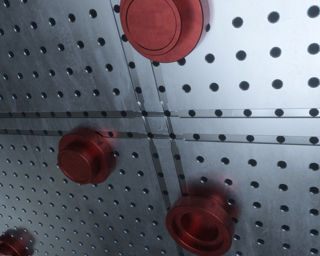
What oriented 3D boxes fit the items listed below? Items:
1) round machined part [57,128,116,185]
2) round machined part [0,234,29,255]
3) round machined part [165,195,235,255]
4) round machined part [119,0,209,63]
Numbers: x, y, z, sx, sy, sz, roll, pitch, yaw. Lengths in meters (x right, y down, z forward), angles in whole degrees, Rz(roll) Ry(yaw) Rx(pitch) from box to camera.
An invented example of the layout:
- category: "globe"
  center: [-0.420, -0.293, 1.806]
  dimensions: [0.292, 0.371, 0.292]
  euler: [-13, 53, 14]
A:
- category: "round machined part"
  center: [-0.125, 0.052, 0.499]
  dimensions: [0.098, 0.042, 0.097]
  euler: [13, 124, 21]
- category: "round machined part"
  center: [-0.401, 0.333, 0.819]
  dimensions: [0.098, 0.042, 0.097]
  euler: [13, 124, 21]
- category: "round machined part"
  center: [0.061, 0.137, 0.453]
  dimensions: [0.098, 0.042, 0.097]
  euler: [13, 124, 21]
- category: "round machined part"
  center: [-0.001, -0.116, 0.330]
  dimensions: [0.098, 0.042, 0.097]
  euler: [13, 124, 21]
